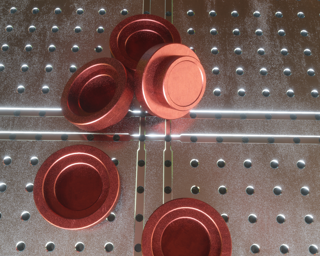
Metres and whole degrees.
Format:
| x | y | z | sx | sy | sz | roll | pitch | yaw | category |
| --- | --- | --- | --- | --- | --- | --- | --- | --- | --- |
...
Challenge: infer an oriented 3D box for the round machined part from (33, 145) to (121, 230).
| x | y | z | sx | sy | sz | roll | pitch | yaw | category |
| --- | --- | --- | --- | --- | --- | --- | --- | --- | --- |
| -0.096 | 0.072 | 0.375 | 0.099 | 0.042 | 0.098 | 0 | 70 | -1 | round machined part |

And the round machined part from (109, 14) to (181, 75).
| x | y | z | sx | sy | sz | roll | pitch | yaw | category |
| --- | --- | --- | --- | --- | --- | --- | --- | --- | --- |
| -0.021 | -0.110 | 0.440 | 0.099 | 0.042 | 0.098 | 1 | 67 | -2 | round machined part |

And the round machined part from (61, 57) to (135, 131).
| x | y | z | sx | sy | sz | roll | pitch | yaw | category |
| --- | --- | --- | --- | --- | --- | --- | --- | --- | --- |
| -0.076 | -0.040 | 0.404 | 0.098 | 0.042 | 0.098 | -11 | 61 | 21 | round machined part |

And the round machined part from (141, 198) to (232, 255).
| x | y | z | sx | sy | sz | roll | pitch | yaw | category |
| --- | --- | --- | --- | --- | --- | --- | --- | --- | --- |
| 0.029 | 0.132 | 0.355 | 0.099 | 0.042 | 0.098 | 0 | 70 | -1 | round machined part |

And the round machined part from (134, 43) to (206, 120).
| x | y | z | sx | sy | sz | roll | pitch | yaw | category |
| --- | --- | --- | --- | --- | --- | --- | --- | --- | --- |
| 0.020 | -0.058 | 0.394 | 0.098 | 0.098 | 0.042 | -50 | 35 | -16 | round machined part |
